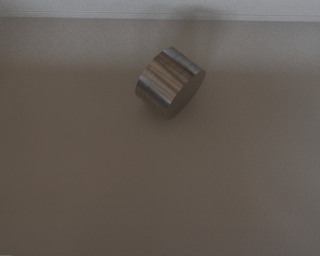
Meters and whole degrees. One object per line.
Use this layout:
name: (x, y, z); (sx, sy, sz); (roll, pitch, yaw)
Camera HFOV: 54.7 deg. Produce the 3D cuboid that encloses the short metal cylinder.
short metal cylinder: (0.014, -0.057, 0.401); (0.050, 0.080, 0.080); (40, 75, 13)
